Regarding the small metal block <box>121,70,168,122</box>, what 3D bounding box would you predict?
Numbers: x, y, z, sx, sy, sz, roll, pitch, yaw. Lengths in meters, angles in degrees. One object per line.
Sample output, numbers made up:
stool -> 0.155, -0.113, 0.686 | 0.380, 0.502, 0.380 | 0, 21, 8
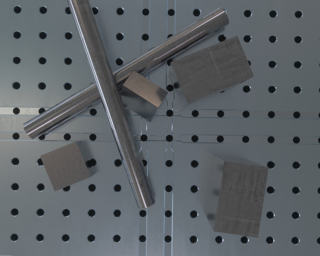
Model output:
small metal block -> -0.023, -0.039, 0.398 | 0.050, 0.050, 0.025 | 33, 66, 0

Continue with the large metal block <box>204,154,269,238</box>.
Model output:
large metal block -> 0.091, 0.080, 0.386 | 0.050, 0.080, 0.080 | 9, 90, 0

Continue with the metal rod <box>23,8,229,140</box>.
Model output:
metal rod -> -0.044, -0.072, 0.412 | 0.301, 0.025, 0.025 | -31, 90, 0

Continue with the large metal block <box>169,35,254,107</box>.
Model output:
large metal block -> 0.059, -0.066, 0.386 | 0.080, 0.080, 0.050 | -22, 90, 0

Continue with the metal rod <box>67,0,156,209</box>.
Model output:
metal rod -> -0.062, -0.039, 0.389 | 0.025, 0.025, 0.298 | -17, 99, 0

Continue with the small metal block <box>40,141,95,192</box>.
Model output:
small metal block -> -0.122, 0.050, 0.412 | 0.050, 0.025, 0.050 | -22, 90, 0
